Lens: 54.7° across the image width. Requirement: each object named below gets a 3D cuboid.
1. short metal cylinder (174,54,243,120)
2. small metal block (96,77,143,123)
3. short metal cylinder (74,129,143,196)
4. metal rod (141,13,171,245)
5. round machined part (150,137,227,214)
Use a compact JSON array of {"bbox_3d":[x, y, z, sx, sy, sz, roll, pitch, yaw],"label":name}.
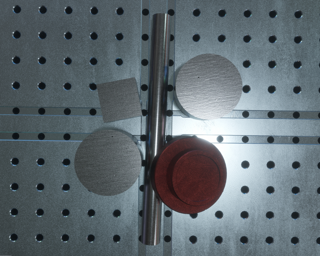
[{"bbox_3d":[0.059,-0.050,0.397,0.081,0.050,0.079,0,90,0],"label":"short metal cylinder"},{"bbox_3d":[-0.052,-0.036,0.409,0.050,0.025,0.050,-11,90,0],"label":"small metal block"},{"bbox_3d":[-0.062,0.042,0.396,0.081,0.050,0.079,0,90,0],"label":"short metal cylinder"},{"bbox_3d":[-0.005,0.002,0.409,0.025,0.025,0.298,3,90,0],"label":"metal rod"},{"bbox_3d":[0.041,0.060,0.389,0.099,0.042,0.097,0,90,-16],"label":"round machined part"}]
